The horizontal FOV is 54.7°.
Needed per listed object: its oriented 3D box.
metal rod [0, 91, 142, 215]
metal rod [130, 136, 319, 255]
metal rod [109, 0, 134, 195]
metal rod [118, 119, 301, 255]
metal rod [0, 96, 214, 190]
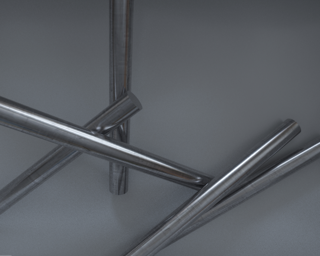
[{"bbox_3d":[-0.145,0.054,0.371,0.300,0.025,0.025,-35,91,15],"label":"metal rod"},{"bbox_3d":[0.097,0.093,0.412,0.301,0.025,0.025,-30,90,-1],"label":"metal rod"},{"bbox_3d":[-0.045,-0.053,0.351,0.025,0.025,0.298,4,115,-1],"label":"metal rod"},{"bbox_3d":[0.060,0.083,0.378,0.301,0.025,0.025,-36,90,-14],"label":"metal rod"},{"bbox_3d":[-0.045,0.027,0.341,0.302,0.025,0.025,23,90,-30],"label":"metal rod"}]
